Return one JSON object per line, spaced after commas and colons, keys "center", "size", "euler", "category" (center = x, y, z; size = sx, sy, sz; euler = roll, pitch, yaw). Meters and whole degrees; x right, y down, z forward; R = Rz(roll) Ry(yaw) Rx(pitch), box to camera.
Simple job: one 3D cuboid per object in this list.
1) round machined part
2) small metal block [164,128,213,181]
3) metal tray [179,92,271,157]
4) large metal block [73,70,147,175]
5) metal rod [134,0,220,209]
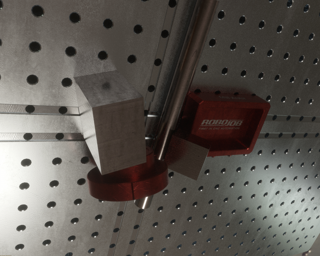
{"center": [-0.040, 0.050, 0.379], "size": [0.099, 0.098, 0.042], "euler": [-10, 102, -24], "category": "round machined part"}
{"center": [0.036, 0.035, 0.415], "size": [0.025, 0.050, 0.050], "euler": [-47, 157, -62], "category": "small metal block"}
{"center": [0.093, -0.004, 0.458], "size": [0.131, 0.030, 0.089], "euler": [-1, 119, -29], "category": "metal tray"}
{"center": [-0.055, -0.009, 0.340], "size": [0.050, 0.080, 0.079], "euler": [-14, 124, -21], "category": "large metal block"}
{"center": [0.014, -0.017, 0.410], "size": [0.025, 0.025, 0.298], "euler": [3, 117, -30], "category": "metal rod"}
